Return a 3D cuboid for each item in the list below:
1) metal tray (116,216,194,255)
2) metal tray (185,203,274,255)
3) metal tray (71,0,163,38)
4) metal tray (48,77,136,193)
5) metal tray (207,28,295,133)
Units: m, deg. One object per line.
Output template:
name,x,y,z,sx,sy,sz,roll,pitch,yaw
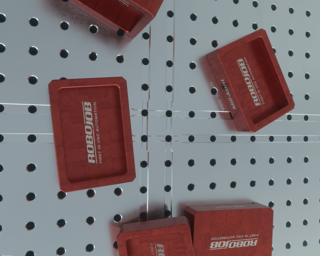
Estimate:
metal tray,0.001,0.185,0.393,0.090,0.030,0.129,-9,93,2
metal tray,0.099,0.159,0.446,0.131,0.030,0.090,3,89,-20
metal tray,-0.068,-0.160,0.352,0.131,0.090,0.030,28,81,-18
metal tray,-0.082,0.006,0.379,0.091,0.030,0.129,-6,92,-20
metal tray,0.136,-0.069,0.459,0.091,0.030,0.130,-29,100,-18
